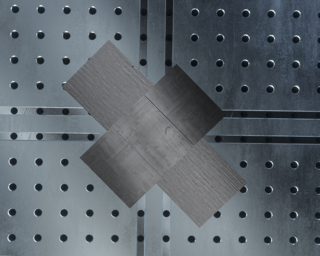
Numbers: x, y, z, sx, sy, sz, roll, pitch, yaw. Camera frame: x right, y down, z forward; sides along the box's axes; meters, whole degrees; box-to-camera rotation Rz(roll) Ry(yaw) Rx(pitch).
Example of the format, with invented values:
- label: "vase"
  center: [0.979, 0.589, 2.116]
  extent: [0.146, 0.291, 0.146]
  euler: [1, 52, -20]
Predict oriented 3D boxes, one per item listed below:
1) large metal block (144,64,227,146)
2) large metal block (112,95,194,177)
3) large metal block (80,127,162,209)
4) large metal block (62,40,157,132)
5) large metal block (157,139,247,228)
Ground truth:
- label: "large metal block"
  center: [0.028, -0.026, 0.387]
  extent: [0.050, 0.080, 0.080]
  euler: [-44, 91, 0]
- label: "large metal block"
  center: [-0.008, 0.009, 0.386]
  extent: [0.050, 0.080, 0.080]
  euler: [-44, 91, 0]
- label: "large metal block"
  center: [-0.044, 0.044, 0.386]
  extent: [0.050, 0.080, 0.080]
  euler: [-44, 91, 0]
- label: "large metal block"
  center: [-0.061, -0.050, 0.397]
  extent: [0.080, 0.050, 0.080]
  euler: [45, 91, -1]
- label: "large metal block"
  center: [0.050, 0.065, 0.402]
  extent: [0.080, 0.050, 0.080]
  euler: [-44, 91, 1]
